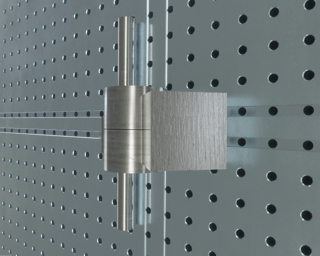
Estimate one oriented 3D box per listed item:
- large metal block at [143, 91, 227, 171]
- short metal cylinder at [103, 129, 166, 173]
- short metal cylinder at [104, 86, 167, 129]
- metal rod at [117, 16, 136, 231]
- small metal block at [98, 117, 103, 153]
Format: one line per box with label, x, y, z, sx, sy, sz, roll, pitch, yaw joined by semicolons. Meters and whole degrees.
large metal block;0.025;0.003;0.338;0.050;0.081;0.079;-175;85;-78
short metal cylinder;-0.031;0.027;0.394;0.080;0.081;0.050;1;91;40
short metal cylinder;-0.031;-0.024;0.393;0.080;0.081;0.050;1;91;40
metal rod;-0.048;-0.006;0.443;0.025;0.025;0.298;1;90;40
small metal block;-0.075;0.010;0.452;0.050;0.025;0.050;180;91;-75
